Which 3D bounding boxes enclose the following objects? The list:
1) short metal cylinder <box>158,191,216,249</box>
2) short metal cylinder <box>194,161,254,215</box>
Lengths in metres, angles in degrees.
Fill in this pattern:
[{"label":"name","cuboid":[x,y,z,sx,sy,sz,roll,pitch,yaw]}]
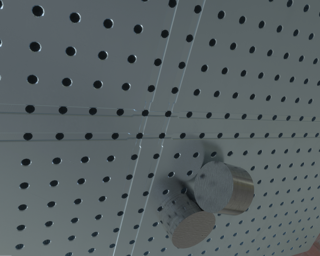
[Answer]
[{"label":"short metal cylinder","cuboid":[0.044,0.152,0.516,0.081,0.050,0.079,-14,125,-21]},{"label":"short metal cylinder","cuboid":[0.101,0.096,0.493,0.050,0.080,0.080,18,109,-36]}]
